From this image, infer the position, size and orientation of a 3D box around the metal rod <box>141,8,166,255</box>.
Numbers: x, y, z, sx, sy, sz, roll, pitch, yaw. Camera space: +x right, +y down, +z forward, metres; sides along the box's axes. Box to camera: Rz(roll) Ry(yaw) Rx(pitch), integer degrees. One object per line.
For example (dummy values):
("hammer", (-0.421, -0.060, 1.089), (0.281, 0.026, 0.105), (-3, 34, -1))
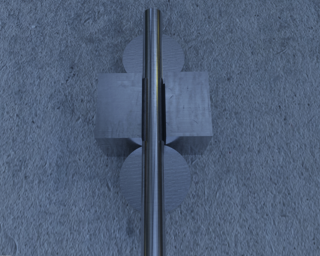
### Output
("metal rod", (-0.008, -0.010, 0.359), (0.025, 0.025, 0.299), (-1, 70, 0))

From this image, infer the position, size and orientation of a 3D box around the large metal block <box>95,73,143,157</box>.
("large metal block", (-0.046, -0.013, 0.384), (0.050, 0.080, 0.080), (-1, 70, 0))

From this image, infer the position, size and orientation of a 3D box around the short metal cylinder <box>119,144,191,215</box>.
("short metal cylinder", (-0.006, 0.065, 0.373), (0.081, 0.050, 0.080), (0, 69, 0))

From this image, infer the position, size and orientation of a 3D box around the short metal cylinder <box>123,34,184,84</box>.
("short metal cylinder", (-0.008, -0.082, 0.426), (0.081, 0.050, 0.080), (0, 69, 0))

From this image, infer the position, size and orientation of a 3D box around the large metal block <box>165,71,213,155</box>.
("large metal block", (0.031, -0.015, 0.386), (0.050, 0.080, 0.080), (-1, 70, 0))
